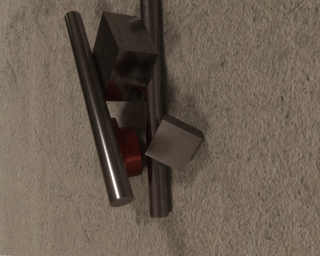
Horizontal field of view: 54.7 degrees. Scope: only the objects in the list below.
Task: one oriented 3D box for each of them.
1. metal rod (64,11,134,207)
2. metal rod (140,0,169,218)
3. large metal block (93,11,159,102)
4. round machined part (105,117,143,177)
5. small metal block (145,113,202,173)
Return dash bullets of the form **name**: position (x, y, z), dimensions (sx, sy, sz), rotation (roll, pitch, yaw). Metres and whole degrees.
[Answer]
- **metal rod**: position (-0.084, -0.046, 0.388), dimensions (0.025, 0.025, 0.299), rotation (-43, 53, 31)
- **metal rod**: position (-0.008, -0.035, 0.409), dimensions (0.025, 0.025, 0.298), rotation (-5, 87, 39)
- **large metal block**: position (-0.050, -0.091, 0.403), dimensions (0.079, 0.050, 0.080), rotation (-62, 41, 42)
- **round machined part**: position (-0.051, 0.033, 0.413), dimensions (0.098, 0.042, 0.097), rotation (170, 89, -78)
- **small metal block**: position (0.017, 0.018, 0.374), dimensions (0.050, 0.025, 0.050), rotation (27, 111, -2)
